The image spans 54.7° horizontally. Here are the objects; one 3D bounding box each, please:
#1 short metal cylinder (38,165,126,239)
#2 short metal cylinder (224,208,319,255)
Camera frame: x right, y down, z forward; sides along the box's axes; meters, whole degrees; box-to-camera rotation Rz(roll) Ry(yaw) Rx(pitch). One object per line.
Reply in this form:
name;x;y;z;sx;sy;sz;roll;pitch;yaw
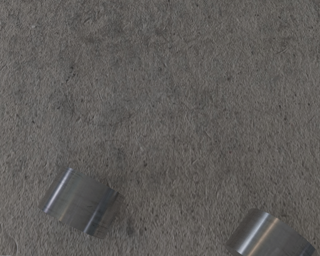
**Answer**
short metal cylinder;-0.086;0.083;0.348;0.080;0.080;0.050;24;72;8
short metal cylinder;0.117;0.132;0.331;0.080;0.080;0.050;38;75;12
